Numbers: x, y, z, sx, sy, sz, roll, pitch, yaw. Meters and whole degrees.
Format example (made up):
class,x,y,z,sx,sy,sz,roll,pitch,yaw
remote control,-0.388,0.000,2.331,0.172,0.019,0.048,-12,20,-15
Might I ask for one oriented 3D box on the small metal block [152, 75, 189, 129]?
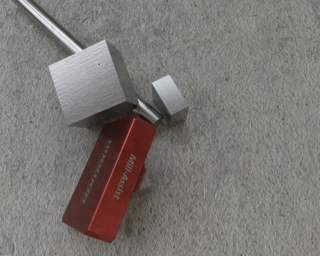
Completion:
class,x,y,z,sx,sy,sz,roll,pitch,yaw
small metal block,0.013,-0.033,0.407,0.025,0.050,0.050,-27,73,-10

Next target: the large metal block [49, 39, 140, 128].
class,x,y,z,sx,sy,sz,roll,pitch,yaw
large metal block,-0.082,-0.052,0.394,0.080,0.050,0.080,-21,81,12

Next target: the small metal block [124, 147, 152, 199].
class,x,y,z,sx,sy,sz,roll,pitch,yaw
small metal block,-0.030,0.055,0.375,0.025,0.050,0.050,-19,72,-7

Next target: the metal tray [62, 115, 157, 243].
class,x,y,z,sx,sy,sz,roll,pitch,yaw
metal tray,-0.059,0.054,0.352,0.030,0.090,0.130,30,69,-26

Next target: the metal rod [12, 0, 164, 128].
class,x,y,z,sx,sy,sz,roll,pitch,yaw
metal rod,-0.111,-0.104,0.444,0.300,0.025,0.025,43,75,13
